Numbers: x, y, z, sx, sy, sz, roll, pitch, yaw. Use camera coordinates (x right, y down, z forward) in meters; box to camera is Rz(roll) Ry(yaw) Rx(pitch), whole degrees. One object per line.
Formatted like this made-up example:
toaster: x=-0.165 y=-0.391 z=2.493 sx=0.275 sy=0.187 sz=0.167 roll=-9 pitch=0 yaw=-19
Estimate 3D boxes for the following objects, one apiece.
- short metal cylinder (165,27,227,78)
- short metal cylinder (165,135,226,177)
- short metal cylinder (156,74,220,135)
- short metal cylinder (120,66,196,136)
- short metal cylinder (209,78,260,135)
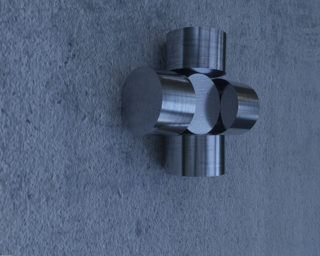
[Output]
short metal cylinder: x=0.048 y=-0.097 z=0.411 sx=0.081 sy=0.080 sz=0.050 roll=2 pitch=89 yaw=-40
short metal cylinder: x=0.046 y=0.034 z=0.411 sx=0.081 sy=0.080 sz=0.050 roll=0 pitch=89 yaw=-40
short metal cylinder: x=0.037 y=-0.031 z=0.423 sx=0.081 sy=0.050 sz=0.079 roll=0 pitch=90 yaw=-40
short metal cylinder: x=-0.004 y=-0.030 z=0.369 sx=0.050 sy=0.080 sz=0.079 roll=3 pitch=89 yaw=-40
short metal cylinder: x=0.097 y=-0.030 z=0.454 sx=0.050 sy=0.080 sz=0.079 roll=3 pitch=89 yaw=-40
